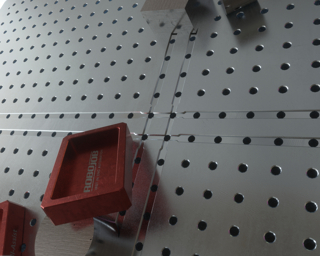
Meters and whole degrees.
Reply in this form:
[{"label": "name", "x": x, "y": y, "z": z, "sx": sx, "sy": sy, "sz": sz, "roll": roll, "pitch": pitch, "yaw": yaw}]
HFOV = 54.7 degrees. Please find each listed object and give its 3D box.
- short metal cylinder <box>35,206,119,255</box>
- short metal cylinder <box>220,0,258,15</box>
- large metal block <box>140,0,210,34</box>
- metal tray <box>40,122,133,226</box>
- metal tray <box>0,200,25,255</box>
[{"label": "short metal cylinder", "x": -0.096, "y": 0.131, "z": 0.363, "sx": 0.080, "sy": 0.050, "sz": 0.080, "roll": -13, "pitch": 56, "yaw": 21}, {"label": "short metal cylinder", "x": 0.105, "y": -0.214, "z": 0.449, "sx": 0.050, "sy": 0.080, "sz": 0.080, "roll": -22, "pitch": 54, "yaw": 15}, {"label": "large metal block", "x": 0.027, "y": -0.202, "z": 0.502, "sx": 0.080, "sy": 0.050, "sz": 0.080, "roll": 10, "pitch": 67, "yaw": 32}, {"label": "metal tray", "x": -0.081, "y": 0.049, "z": 0.376, "sx": 0.090, "sy": 0.030, "sz": 0.130, "roll": -13, "pitch": 34, "yaw": 4}, {"label": "metal tray", "x": -0.234, "y": 0.175, "z": 0.420, "sx": 0.090, "sy": 0.030, "sz": 0.130, "roll": -23, "pitch": 53, "yaw": 14}]
